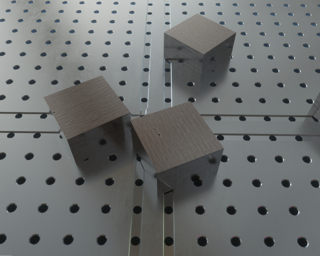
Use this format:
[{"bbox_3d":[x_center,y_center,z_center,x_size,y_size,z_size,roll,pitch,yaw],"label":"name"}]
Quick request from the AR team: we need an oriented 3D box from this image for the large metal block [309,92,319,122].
[{"bbox_3d":[0.268,-0.024,0.415,0.081,0.050,0.080,-20,53,-16],"label":"large metal block"}]

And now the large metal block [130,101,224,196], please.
[{"bbox_3d":[0.017,0.022,0.373,0.081,0.050,0.080,-19,53,-15],"label":"large metal block"}]

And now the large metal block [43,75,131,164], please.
[{"bbox_3d":[-0.091,-0.013,0.401,0.081,0.050,0.080,-25,55,-20],"label":"large metal block"}]

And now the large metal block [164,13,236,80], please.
[{"bbox_3d":[0.063,-0.134,0.505,0.080,0.050,0.080,37,59,26],"label":"large metal block"}]
